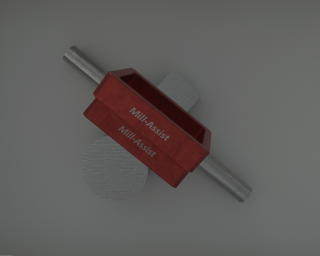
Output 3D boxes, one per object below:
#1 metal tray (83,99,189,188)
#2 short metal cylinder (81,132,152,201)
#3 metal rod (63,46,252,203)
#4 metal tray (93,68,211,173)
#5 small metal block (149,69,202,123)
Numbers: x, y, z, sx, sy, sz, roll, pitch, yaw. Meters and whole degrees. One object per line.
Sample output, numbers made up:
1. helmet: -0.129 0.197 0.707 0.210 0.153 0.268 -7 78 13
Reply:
1. metal tray: -0.024 0.014 0.377 0.130 0.090 0.030 39 90 -1
2. short metal cylinder: -0.052 0.045 0.391 0.080 0.050 0.079 1 97 5
3. metal rod: -0.003 -0.005 0.411 0.300 0.025 0.025 39 90 -1
4. metal tray: -0.002 -0.015 0.352 0.130 0.090 0.030 39 107 -1
5. small metal block: 0.019 -0.041 0.410 0.050 0.025 0.050 41 90 -1
